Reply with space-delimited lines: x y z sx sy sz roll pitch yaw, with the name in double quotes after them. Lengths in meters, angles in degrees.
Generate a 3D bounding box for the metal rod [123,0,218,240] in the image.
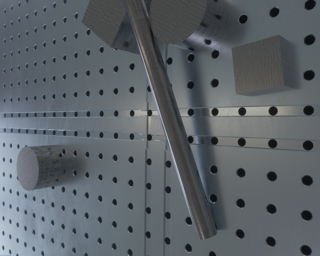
0.011 -0.016 0.373 0.025 0.025 0.298 -20 86 38 "metal rod"

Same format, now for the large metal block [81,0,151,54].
-0.056 -0.164 0.440 0.080 0.050 0.080 44 117 31 "large metal block"

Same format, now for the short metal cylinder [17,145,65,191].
-0.223 0.073 0.577 0.080 0.050 0.079 0 90 40 "short metal cylinder"

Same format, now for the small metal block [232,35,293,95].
0.106 -0.063 0.322 0.050 0.025 0.050 -7 86 39 "small metal block"

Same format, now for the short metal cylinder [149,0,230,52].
0.034 -0.134 0.365 0.080 0.050 0.079 0 90 40 "short metal cylinder"
